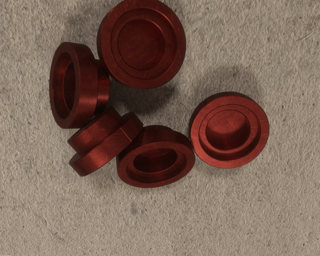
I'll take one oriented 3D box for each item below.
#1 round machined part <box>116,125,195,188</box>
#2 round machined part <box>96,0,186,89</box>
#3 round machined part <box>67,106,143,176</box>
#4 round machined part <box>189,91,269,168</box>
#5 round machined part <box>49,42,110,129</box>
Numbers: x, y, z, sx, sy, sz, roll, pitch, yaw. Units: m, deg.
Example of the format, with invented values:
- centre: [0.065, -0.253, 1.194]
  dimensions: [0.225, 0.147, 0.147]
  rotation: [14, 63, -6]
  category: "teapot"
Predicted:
- centre: [-0.008, 0.033, 0.398]
  dimensions: [0.099, 0.042, 0.097]
  rotation: [-8, 139, -7]
  category: "round machined part"
- centre: [-0.023, -0.094, 0.353]
  dimensions: [0.099, 0.042, 0.097]
  rotation: [-4, 100, -22]
  category: "round machined part"
- centre: [-0.071, 0.010, 0.374]
  dimensions: [0.098, 0.098, 0.042]
  rotation: [-35, 102, 12]
  category: "round machined part"
- centre: [0.086, 0.000, 0.402]
  dimensions: [0.099, 0.042, 0.097]
  rotation: [0, 110, -1]
  category: "round machined part"
- centre: [-0.093, -0.048, 0.362]
  dimensions: [0.042, 0.098, 0.097]
  rotation: [-1, 115, -37]
  category: "round machined part"
